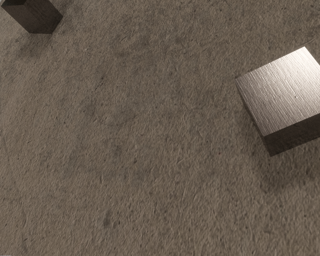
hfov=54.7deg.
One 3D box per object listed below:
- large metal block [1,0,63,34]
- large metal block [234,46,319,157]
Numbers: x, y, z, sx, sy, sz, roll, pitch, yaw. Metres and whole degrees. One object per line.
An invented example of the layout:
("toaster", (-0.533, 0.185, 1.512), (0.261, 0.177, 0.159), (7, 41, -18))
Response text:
("large metal block", (-0.271, -0.248, 0.660), (0.080, 0.080, 0.050), (13, 68, 33))
("large metal block", (0.137, -0.027, 0.333), (0.080, 0.050, 0.080), (-25, 53, 12))
